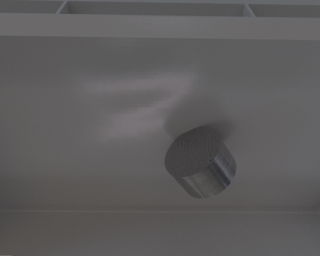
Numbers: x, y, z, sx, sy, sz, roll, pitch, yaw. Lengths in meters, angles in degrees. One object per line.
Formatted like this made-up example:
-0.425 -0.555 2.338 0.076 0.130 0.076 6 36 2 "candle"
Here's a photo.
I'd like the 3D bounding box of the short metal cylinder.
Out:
0.054 0.046 0.412 0.080 0.080 0.050 -25 126 20 "short metal cylinder"
